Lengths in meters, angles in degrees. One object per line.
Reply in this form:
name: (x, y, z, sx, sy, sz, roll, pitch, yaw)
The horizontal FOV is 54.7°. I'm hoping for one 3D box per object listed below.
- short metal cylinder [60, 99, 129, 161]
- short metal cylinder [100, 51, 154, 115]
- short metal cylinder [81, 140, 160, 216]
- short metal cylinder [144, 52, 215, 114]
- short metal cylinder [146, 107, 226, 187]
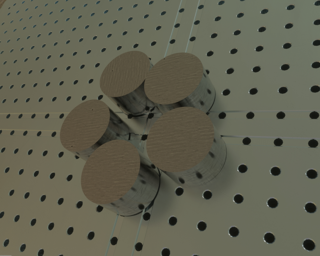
short metal cylinder: (-0.091, 0.007, 0.436, 0.080, 0.050, 0.080, -13, 57, 21)
short metal cylinder: (-0.040, -0.065, 0.452, 0.080, 0.050, 0.080, -13, 56, 21)
short metal cylinder: (-0.048, 0.061, 0.378, 0.080, 0.050, 0.080, -14, 55, 21)
short metal cylinder: (0.026, -0.052, 0.409, 0.080, 0.050, 0.080, -13, 56, 21)
short metal cylinder: (0.031, 0.022, 0.361, 0.080, 0.050, 0.080, -13, 58, 21)
